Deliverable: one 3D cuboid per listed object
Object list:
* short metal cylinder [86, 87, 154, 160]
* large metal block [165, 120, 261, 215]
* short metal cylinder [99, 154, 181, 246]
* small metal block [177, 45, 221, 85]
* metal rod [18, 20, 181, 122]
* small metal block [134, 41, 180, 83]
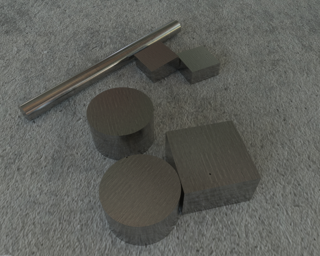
[{"bbox_3d":[-0.048,-0.006,0.392,0.081,0.050,0.080,0,50,0],"label":"short metal cylinder"},{"bbox_3d":[0.054,0.043,0.351,0.081,0.050,0.080,-10,51,-8],"label":"large metal block"},{"bbox_3d":[-0.019,0.074,0.324,0.081,0.050,0.080,0,50,0],"label":"short metal cylinder"},{"bbox_3d":[0.058,-0.100,0.488,0.050,0.025,0.050,-21,53,-18],"label":"small metal block"},{"bbox_3d":[-0.077,-0.101,0.487,0.025,0.025,0.302,37,59,27],"label":"metal rod"},{"bbox_3d":[-0.005,-0.105,0.487,0.050,0.025,0.050,-33,57,-16],"label":"small metal block"}]
